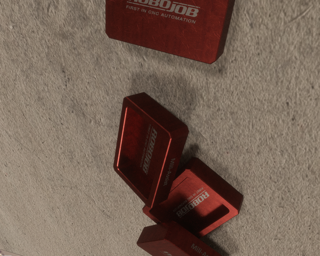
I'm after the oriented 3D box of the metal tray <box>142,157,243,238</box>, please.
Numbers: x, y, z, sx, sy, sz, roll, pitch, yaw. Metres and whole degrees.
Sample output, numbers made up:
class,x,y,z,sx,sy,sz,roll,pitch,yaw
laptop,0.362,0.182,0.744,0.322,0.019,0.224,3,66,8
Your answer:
class,x,y,z,sx,sy,sz,roll,pitch,yaw
metal tray,0.043,0.111,0.447,0.090,0.030,0.129,40,129,0

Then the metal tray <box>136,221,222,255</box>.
class,x,y,z,sx,sy,sz,roll,pitch,yaw
metal tray,0.039,0.196,0.476,0.130,0.030,0.090,39,142,-13

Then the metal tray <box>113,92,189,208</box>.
class,x,y,z,sx,sy,sz,roll,pitch,yaw
metal tray,-0.018,0.030,0.407,0.090,0.030,0.129,40,133,32

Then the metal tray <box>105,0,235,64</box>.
class,x,y,z,sx,sy,sz,roll,pitch,yaw
metal tray,0.007,-0.127,0.320,0.130,0.030,0.089,19,126,16
